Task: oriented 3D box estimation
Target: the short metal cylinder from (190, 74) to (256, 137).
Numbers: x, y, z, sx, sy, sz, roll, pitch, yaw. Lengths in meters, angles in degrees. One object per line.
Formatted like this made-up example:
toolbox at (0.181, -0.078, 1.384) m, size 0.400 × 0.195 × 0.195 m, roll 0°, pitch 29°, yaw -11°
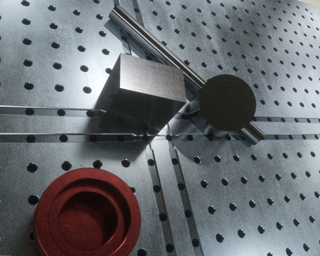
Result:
short metal cylinder at (0.088, -0.030, 0.441) m, size 0.081 × 0.050 × 0.080 m, roll 2°, pitch 80°, yaw -9°

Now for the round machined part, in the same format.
round machined part at (-0.072, 0.092, 0.303) m, size 0.099 × 0.042 × 0.098 m, roll 14°, pitch 56°, yaw -21°

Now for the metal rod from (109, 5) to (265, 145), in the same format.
metal rod at (0.042, -0.082, 0.482) m, size 0.300 × 0.025 × 0.025 m, roll 41°, pitch 51°, yaw 0°

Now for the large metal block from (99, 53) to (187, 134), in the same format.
large metal block at (-0.024, -0.039, 0.385) m, size 0.081 × 0.080 × 0.050 m, roll 10°, pitch 58°, yaw -23°
